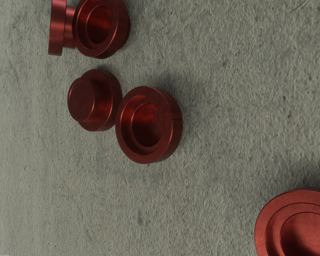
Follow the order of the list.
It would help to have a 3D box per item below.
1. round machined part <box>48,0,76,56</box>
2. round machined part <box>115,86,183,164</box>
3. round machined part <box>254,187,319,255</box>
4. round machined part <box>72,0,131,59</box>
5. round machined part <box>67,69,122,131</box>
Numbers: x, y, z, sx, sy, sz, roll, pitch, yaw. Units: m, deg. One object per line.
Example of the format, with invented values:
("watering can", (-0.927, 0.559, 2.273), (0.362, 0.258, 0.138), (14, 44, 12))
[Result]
("round machined part", (-0.157, -0.166, 0.506), (0.098, 0.042, 0.097), (-175, 90, -69))
("round machined part", (-0.009, -0.004, 0.402), (0.098, 0.042, 0.097), (0, 90, 40))
("round machined part", (0.140, 0.102, 0.278), (0.098, 0.042, 0.097), (0, 90, 40))
("round machined part", (-0.082, -0.151, 0.460), (0.098, 0.042, 0.097), (1, 91, 37))
("round machined part", (-0.107, -0.043, 0.483), (0.098, 0.042, 0.097), (0, 90, 40))
